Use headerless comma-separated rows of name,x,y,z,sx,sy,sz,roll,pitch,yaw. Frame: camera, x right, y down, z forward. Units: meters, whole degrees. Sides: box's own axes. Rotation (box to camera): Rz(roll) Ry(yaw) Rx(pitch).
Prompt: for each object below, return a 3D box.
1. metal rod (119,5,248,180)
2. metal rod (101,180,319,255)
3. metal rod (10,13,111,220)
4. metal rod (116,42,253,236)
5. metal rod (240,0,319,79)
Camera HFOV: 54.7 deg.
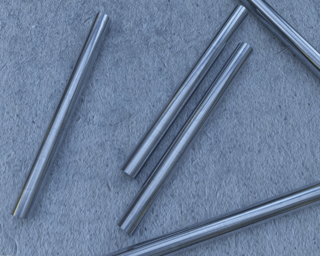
metal rod,0.041,-0.060,0.429,0.025,0.025,0.300,31,73,11
metal rod,0.065,0.118,0.365,0.302,0.025,0.025,-17,71,-6
metal rod,-0.125,-0.030,0.417,0.025,0.025,0.299,15,71,5
metal rod,0.041,0.002,0.407,0.025,0.025,0.300,32,73,11
metal rod,0.215,-0.105,0.447,0.025,0.025,0.300,-34,74,-12
